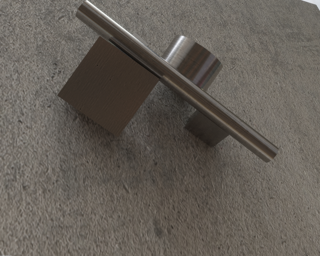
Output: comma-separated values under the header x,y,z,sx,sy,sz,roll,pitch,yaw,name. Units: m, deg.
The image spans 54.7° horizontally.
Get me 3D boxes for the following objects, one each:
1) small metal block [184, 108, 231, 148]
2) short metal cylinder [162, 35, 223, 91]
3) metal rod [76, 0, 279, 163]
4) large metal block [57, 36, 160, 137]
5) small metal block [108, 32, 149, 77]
x,y,z,sx,sy,sz,roll,pitch,yaw,name
0.070,-0.006,0.429,0.050,0.050,0.025,35,51,-5,small metal block
0.041,-0.087,0.439,0.080,0.080,0.050,34,93,-7,short metal cylinder
0.025,-0.056,0.390,0.301,0.025,0.025,37,51,-4,metal rod
-0.058,-0.047,0.365,0.080,0.050,0.080,35,91,-6,large metal block
-0.048,-0.096,0.424,0.025,0.050,0.050,44,51,1,small metal block
